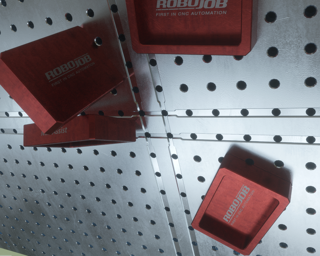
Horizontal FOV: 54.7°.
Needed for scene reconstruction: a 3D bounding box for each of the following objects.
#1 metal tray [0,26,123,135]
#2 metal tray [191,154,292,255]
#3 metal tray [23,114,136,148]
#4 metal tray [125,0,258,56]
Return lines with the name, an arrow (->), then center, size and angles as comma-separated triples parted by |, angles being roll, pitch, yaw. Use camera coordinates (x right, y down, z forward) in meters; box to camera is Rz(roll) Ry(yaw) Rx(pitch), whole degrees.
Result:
metal tray -> -0.111, -0.061, 0.362 | 0.030, 0.131, 0.090 | -33, 100, 38
metal tray -> 0.105, 0.107, 0.418 | 0.090, 0.030, 0.129 | 26, 127, 12
metal tray -> -0.110, 0.008, 0.429 | 0.130, 0.090, 0.030 | -7, 82, 31
metal tray -> 0.030, -0.123, 0.315 | 0.130, 0.030, 0.089 | 7, 122, 24
